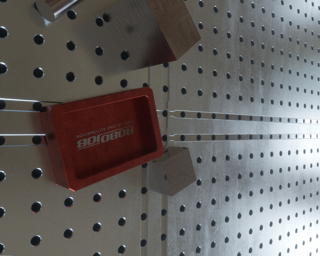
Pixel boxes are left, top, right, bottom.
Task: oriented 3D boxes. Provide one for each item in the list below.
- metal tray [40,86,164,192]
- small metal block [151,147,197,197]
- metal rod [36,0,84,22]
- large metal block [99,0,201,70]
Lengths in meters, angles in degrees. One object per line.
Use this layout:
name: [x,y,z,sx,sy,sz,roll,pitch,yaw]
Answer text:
metal tray: [-0.060,0.007,0.357,0.131,0.030,0.089,-18,102,-39]
small metal block: [0.020,0.059,0.428,0.050,0.025,0.050,-25,106,-37]
metal rod: [-0.031,-0.220,0.384,0.301,0.025,0.025,-50,120,-28]
large metal block: [-0.011,-0.121,0.365,0.050,0.080,0.080,-47,118,-30]
